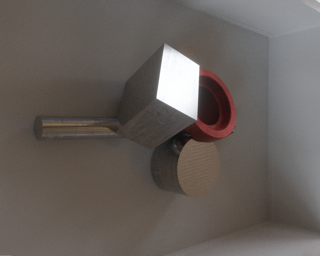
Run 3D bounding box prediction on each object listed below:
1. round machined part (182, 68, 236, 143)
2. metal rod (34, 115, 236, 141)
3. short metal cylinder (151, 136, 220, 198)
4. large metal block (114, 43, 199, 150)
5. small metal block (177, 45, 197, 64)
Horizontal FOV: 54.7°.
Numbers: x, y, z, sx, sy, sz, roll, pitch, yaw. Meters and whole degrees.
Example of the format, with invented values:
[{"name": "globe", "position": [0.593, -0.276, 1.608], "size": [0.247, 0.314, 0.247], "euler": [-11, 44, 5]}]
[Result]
[{"name": "round machined part", "position": [0.054, -0.027, 0.416], "size": [0.099, 0.042, 0.098], "euler": [16, 63, -34]}, {"name": "metal rod", "position": [-0.004, -0.001, 0.401], "size": [0.302, 0.025, 0.025], "euler": [0, 90, -40]}, {"name": "short metal cylinder", "position": [0.035, 0.050, 0.419], "size": [0.081, 0.050, 0.079], "euler": [0, 90, -40]}, {"name": "large metal block", "position": [-0.002, -0.033, 0.350], "size": [0.050, 0.080, 0.080], "euler": [27, 50, -26]}, {"name": "small metal block", "position": [0.025, -0.082, 0.428], "size": [0.050, 0.025, 0.050], "euler": [-27, 107, -37]}]
